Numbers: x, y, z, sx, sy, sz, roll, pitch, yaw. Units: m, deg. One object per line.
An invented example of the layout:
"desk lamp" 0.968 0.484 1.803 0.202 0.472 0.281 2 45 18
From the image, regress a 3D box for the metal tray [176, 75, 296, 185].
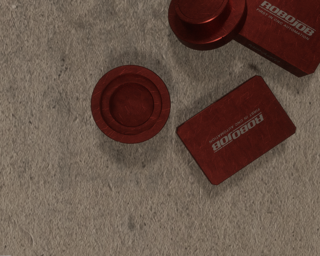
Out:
"metal tray" 0.098 0.003 0.409 0.130 0.030 0.090 -34 90 -1

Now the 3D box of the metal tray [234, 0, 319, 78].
"metal tray" 0.161 -0.138 0.410 0.130 0.030 0.090 30 90 -1

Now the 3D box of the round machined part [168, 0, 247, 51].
"round machined part" 0.056 -0.150 0.384 0.098 0.042 0.098 -5 76 20

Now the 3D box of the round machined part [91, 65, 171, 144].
"round machined part" -0.036 -0.029 0.401 0.099 0.042 0.097 0 90 -1
